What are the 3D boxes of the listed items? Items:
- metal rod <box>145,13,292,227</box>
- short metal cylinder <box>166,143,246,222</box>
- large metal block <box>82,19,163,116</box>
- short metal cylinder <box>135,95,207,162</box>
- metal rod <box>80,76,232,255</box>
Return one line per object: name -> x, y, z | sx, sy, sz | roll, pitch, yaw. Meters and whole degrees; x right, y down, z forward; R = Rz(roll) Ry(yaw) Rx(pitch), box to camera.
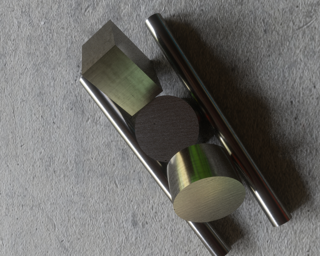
metal rod -> 0.066, -0.018, 0.386 | 0.025, 0.025, 0.299 | -34, 79, 17
short metal cylinder -> 0.051, 0.064, 0.356 | 0.080, 0.080, 0.050 | -33, 37, 17
large metal block -> -0.048, -0.075, 0.381 | 0.050, 0.080, 0.080 | -38, 36, 16
short metal cylinder -> 0.016, 0.001, 0.391 | 0.080, 0.050, 0.080 | 0, 90, 20
metal rod -> -0.013, 0.041, 0.414 | 0.025, 0.025, 0.300 | -42, 77, 15
